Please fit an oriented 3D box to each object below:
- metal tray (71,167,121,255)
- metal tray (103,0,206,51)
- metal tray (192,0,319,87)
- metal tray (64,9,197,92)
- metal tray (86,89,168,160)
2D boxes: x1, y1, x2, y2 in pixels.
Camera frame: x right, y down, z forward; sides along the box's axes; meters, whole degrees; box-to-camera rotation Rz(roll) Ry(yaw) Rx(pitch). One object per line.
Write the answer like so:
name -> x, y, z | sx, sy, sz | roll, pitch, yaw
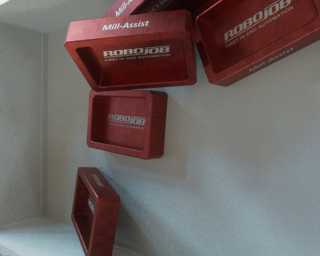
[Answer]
metal tray -> -0.098, 0.119, 0.451 | 0.130, 0.030, 0.089 | 25, 107, 62
metal tray -> -0.004, -0.137, 0.367 | 0.130, 0.091, 0.030 | -35, 69, 34
metal tray -> 0.099, -0.110, 0.321 | 0.130, 0.030, 0.090 | -26, 74, 37
metal tray -> -0.027, -0.082, 0.349 | 0.131, 0.090, 0.030 | -3, 62, 9
metal tray -> -0.052, -0.009, 0.446 | 0.130, 0.030, 0.089 | 7, 95, 39
